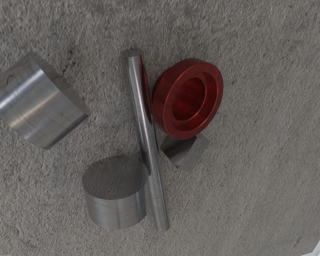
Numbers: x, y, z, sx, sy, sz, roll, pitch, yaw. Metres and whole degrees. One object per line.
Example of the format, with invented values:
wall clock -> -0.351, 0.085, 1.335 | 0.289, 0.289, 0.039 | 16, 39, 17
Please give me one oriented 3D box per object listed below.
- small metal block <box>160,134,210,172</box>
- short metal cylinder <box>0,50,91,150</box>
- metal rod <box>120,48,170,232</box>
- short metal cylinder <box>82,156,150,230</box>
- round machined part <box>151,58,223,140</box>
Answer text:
small metal block -> 0.033, 0.024, 0.423 | 0.025, 0.050, 0.050 | 19, 108, -38
short metal cylinder -> -0.112, -0.026, 0.294 | 0.050, 0.080, 0.080 | -40, 130, -1
metal rod -> -0.013, 0.039, 0.423 | 0.025, 0.025, 0.298 | -20, 126, -17
short metal cylinder -> -0.054, 0.080, 0.391 | 0.081, 0.080, 0.050 | -15, 125, -20
round machined part -> 0.029, -0.038, 0.378 | 0.099, 0.042, 0.097 | -24, 130, -32
